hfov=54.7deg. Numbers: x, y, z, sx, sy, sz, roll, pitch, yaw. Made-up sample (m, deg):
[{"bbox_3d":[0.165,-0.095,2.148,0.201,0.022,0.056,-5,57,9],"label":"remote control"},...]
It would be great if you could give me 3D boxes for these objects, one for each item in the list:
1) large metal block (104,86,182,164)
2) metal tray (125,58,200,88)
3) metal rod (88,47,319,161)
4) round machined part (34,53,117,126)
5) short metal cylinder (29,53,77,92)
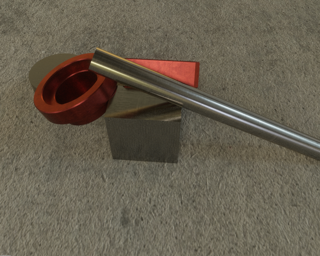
[{"bbox_3d":[-0.017,-0.003,0.370,0.080,0.080,0.050,4,50,2],"label":"large metal block"},{"bbox_3d":[0.003,-0.074,0.414,0.091,0.030,0.130,4,11,3],"label":"metal tray"},{"bbox_3d":[0.070,-0.018,0.345,0.302,0.025,0.025,20,49,-15],"label":"metal rod"},{"bbox_3d":[-0.095,-0.042,0.370,0.098,0.042,0.098,-13,47,15],"label":"round machined part"},{"bbox_3d":[-0.136,-0.061,0.438,0.081,0.050,0.080,0,50,0],"label":"short metal cylinder"}]
